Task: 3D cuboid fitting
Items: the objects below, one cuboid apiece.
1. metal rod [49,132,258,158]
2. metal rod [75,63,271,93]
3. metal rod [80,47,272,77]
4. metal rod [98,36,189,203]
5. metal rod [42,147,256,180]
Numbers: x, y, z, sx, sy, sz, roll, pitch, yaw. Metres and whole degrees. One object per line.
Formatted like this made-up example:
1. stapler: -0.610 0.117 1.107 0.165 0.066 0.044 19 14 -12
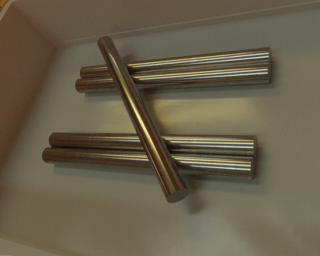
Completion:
1. metal rod: -0.029 0.019 0.407 0.300 0.025 0.025 0 62 28
2. metal rod: 0.000 -0.068 0.445 0.300 0.025 0.025 1 62 28
3. metal rod: 0.005 -0.090 0.456 0.300 0.025 0.025 1 62 28
4. metal rod: -0.036 -0.034 0.412 0.025 0.025 0.300 -33 51 7
5. metal rod: -0.035 0.042 0.396 0.300 0.025 0.025 0 62 28
